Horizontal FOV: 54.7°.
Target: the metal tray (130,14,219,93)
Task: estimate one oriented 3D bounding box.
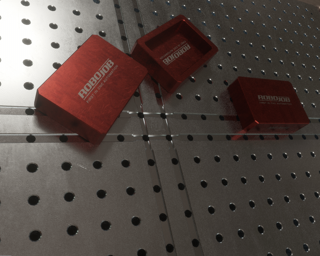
[{"bbox_3d":[0.027,-0.122,0.495,0.090,0.030,0.131,44,51,2],"label":"metal tray"}]

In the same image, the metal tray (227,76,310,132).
[{"bbox_3d":[0.188,-0.040,0.533,0.131,0.030,0.090,0,62,-29],"label":"metal tray"}]

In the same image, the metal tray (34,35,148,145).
[{"bbox_3d":[-0.082,-0.053,0.394,0.090,0.030,0.130,33,51,-7],"label":"metal tray"}]
